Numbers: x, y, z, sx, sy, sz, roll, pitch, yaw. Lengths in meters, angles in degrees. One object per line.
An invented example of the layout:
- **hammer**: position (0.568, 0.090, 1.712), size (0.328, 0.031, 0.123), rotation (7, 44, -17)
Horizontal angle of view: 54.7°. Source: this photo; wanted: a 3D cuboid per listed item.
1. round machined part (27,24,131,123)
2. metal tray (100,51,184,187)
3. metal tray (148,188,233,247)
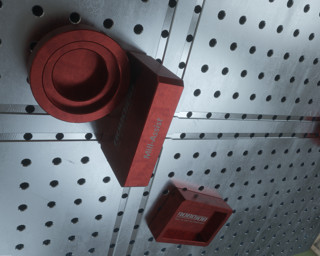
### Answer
- **round machined part**: position (-0.084, -0.057, 0.320), size (0.099, 0.042, 0.097), rotation (-14, 125, -21)
- **metal tray**: position (-0.026, -0.010, 0.349), size (0.030, 0.090, 0.129), rotation (6, 116, -31)
- **metal tray**: position (0.056, 0.159, 0.539), size (0.131, 0.030, 0.090), rotation (22, 107, -37)
